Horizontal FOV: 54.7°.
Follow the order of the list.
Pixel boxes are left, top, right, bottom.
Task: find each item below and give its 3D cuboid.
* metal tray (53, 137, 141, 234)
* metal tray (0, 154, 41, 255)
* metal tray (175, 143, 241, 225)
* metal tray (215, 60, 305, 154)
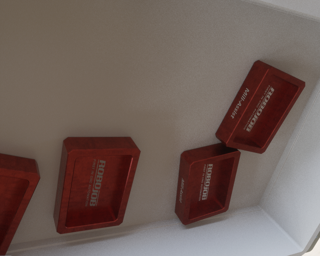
[{"bbox_3d":[-0.084,0.075,0.405,0.091,0.030,0.129,1,118,-29],"label":"metal tray"},{"bbox_3d":[-0.203,0.089,0.348,0.091,0.030,0.129,17,109,-35],"label":"metal tray"},{"bbox_3d":[0.075,0.090,0.501,0.091,0.030,0.129,-11,123,-23],"label":"metal tray"},{"bbox_3d":[0.152,-0.027,0.471,0.091,0.030,0.129,13,112,-34],"label":"metal tray"}]
